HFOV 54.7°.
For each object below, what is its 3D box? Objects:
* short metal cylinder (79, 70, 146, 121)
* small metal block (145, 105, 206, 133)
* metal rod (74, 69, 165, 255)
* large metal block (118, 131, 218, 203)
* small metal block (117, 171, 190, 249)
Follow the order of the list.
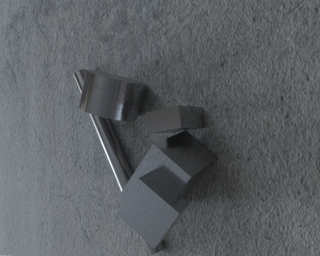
[{"bbox_3d":[-0.065,-0.045,0.420,0.080,0.081,0.050,23,104,37],"label":"short metal cylinder"},{"bbox_3d":[0.019,-0.009,0.372,0.050,0.050,0.025,-10,84,39],"label":"small metal block"},{"bbox_3d":[-0.067,0.038,0.457,0.025,0.025,0.299,-40,66,32],"label":"metal rod"},{"bbox_3d":[0.011,0.055,0.352,0.050,0.080,0.080,41,115,16],"label":"large metal block"},{"bbox_3d":[-0.007,0.080,0.306,0.050,0.025,0.050,38,114,17],"label":"small metal block"}]
